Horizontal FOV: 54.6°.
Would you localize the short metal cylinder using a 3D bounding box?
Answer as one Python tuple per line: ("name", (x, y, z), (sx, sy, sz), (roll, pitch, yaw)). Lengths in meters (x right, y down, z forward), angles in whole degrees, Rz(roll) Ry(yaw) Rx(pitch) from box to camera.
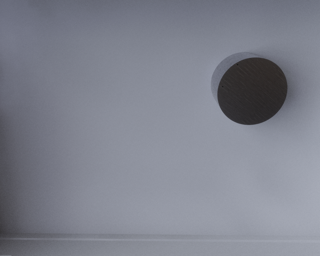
("short metal cylinder", (0.106, -0.050, 0.380), (0.080, 0.050, 0.079), (0, 110, 0))
